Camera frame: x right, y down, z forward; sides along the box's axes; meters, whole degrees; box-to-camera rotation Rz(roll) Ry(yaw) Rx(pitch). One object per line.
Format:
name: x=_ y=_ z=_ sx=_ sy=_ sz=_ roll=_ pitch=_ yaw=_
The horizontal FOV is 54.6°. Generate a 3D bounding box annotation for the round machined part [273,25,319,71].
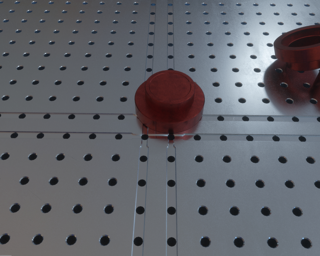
round machined part: x=0.232 y=-0.123 z=0.485 sx=0.098 sy=0.042 sz=0.098 roll=-16 pitch=30 yaw=10

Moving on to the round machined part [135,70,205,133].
round machined part: x=0.014 y=-0.044 z=0.434 sx=0.099 sy=0.042 sz=0.098 roll=0 pitch=50 yaw=0

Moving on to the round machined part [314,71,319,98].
round machined part: x=0.285 y=-0.068 z=0.455 sx=0.099 sy=0.042 sz=0.098 roll=0 pitch=50 yaw=0
